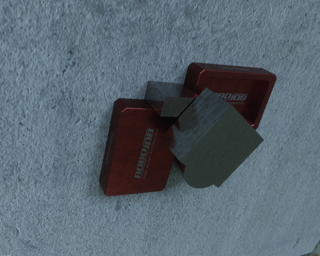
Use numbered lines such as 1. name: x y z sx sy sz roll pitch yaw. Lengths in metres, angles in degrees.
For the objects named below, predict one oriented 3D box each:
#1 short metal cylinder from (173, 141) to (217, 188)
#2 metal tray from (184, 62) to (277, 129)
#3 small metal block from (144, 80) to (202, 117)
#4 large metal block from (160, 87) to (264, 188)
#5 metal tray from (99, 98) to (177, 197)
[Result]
1. short metal cylinder: 0.059 0.040 0.449 0.081 0.050 0.079 -13 124 -20
2. metal tray: 0.092 -0.040 0.431 0.131 0.030 0.089 -2 119 -28
3. small metal block: 0.015 -0.036 0.378 0.050 0.050 0.025 1 118 -29
4. large metal block: 0.063 0.013 0.368 0.080 0.050 0.080 -48 129 6
5. metal tray: -0.024 0.027 0.410 0.091 0.030 0.129 1 118 -29
